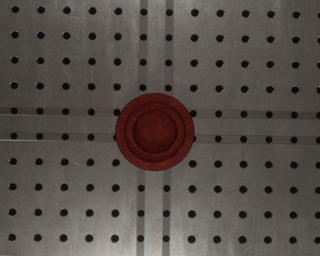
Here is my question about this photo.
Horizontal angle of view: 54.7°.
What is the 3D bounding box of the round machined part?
[{"bbox_3d":[-0.006,0.005,0.405,0.099,0.042,0.097,0,90,-1],"label":"round machined part"}]
